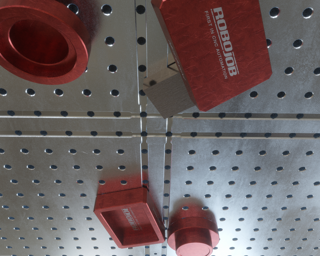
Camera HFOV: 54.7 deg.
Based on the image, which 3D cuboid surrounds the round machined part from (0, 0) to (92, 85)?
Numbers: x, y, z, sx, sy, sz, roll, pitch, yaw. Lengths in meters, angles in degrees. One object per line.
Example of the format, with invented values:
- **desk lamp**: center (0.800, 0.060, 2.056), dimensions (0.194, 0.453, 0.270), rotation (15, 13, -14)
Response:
- **round machined part**: center (-0.118, -0.092, 0.311), dimensions (0.099, 0.042, 0.098), rotation (2, 145, 1)

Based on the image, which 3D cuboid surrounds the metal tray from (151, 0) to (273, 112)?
- **metal tray**: center (0.058, -0.089, 0.315), dimensions (0.090, 0.030, 0.130), rotation (-28, 127, 0)

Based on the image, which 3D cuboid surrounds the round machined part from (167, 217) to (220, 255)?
- **round machined part**: center (0.063, 0.214, 0.583), dimensions (0.099, 0.042, 0.097), rotation (0, 130, 0)

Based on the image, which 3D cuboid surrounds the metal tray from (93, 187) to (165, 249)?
- **metal tray**: center (-0.049, 0.162, 0.545), dimensions (0.090, 0.030, 0.129), rotation (-12, 130, 9)

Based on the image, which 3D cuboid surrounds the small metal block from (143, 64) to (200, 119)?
- **small metal block**: center (0.015, -0.045, 0.374), dimensions (0.050, 0.025, 0.050), rotation (-24, 126, 19)
